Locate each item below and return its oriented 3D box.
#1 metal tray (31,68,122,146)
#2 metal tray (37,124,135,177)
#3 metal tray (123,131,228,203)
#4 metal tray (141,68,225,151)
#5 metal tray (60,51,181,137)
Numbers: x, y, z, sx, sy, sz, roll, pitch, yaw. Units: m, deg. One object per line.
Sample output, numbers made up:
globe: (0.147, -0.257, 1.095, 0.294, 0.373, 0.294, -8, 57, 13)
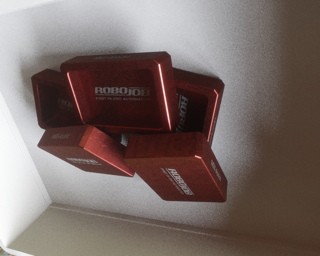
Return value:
metal tray: (-0.119, -0.025, 0.446, 0.130, 0.030, 0.089, 18, 126, 17)
metal tray: (-0.101, 0.033, 0.431, 0.130, 0.030, 0.090, -3, 148, 47)
metal tray: (0.025, 0.053, 0.380, 0.090, 0.030, 0.130, -4, 145, 23)
metal tray: (0.022, -0.006, 0.387, 0.090, 0.030, 0.129, 18, 125, 17)
metal tray: (-0.046, -0.039, 0.363, 0.130, 0.030, 0.089, 4, 120, 26)
